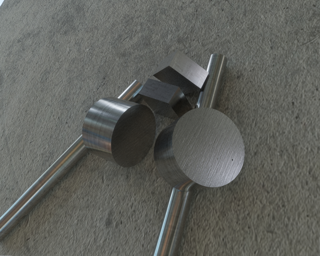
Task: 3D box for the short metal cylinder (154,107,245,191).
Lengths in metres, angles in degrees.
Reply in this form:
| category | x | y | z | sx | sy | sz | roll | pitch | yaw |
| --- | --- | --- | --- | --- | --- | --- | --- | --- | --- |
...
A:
| category | x | y | z | sx | sy | sz | roll | pitch | yaw |
| --- | --- | --- | --- | --- | --- | --- | --- | --- | --- |
| short metal cylinder | 0.040 | 0.024 | 0.325 | 0.050 | 0.080 | 0.080 | -37 | 32 | 63 |

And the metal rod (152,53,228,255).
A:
| category | x | y | z | sx | sy | sz | roll | pitch | yaw |
| --- | --- | --- | --- | --- | --- | --- | --- | --- | --- |
| metal rod | 0.036 | 0.038 | 0.361 | 0.025 | 0.025 | 0.300 | 4 | 64 | 30 |

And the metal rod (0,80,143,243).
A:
| category | x | y | z | sx | sy | sz | roll | pitch | yaw |
| --- | --- | --- | --- | --- | --- | --- | --- | --- | --- |
| metal rod | -0.131 | 0.045 | 0.444 | 0.300 | 0.025 | 0.025 | -46 | 51 | -5 |

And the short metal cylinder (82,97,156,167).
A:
| category | x | y | z | sx | sy | sz | roll | pitch | yaw |
| --- | --- | --- | --- | --- | --- | --- | --- | --- | --- |
| short metal cylinder | -0.050 | 0.004 | 0.392 | 0.050 | 0.080 | 0.080 | 17 | 71 | 35 |

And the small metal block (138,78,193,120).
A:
| category | x | y | z | sx | sy | sz | roll | pitch | yaw |
| --- | --- | --- | --- | --- | --- | --- | --- | --- | --- |
| small metal block | 0.008 | -0.036 | 0.406 | 0.050 | 0.050 | 0.025 | 22 | 74 | 36 |

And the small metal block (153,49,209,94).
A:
| category | x | y | z | sx | sy | sz | roll | pitch | yaw |
| --- | --- | --- | --- | --- | --- | --- | --- | --- | --- |
| small metal block | 0.026 | -0.071 | 0.405 | 0.025 | 0.050 | 0.050 | -63 | 19 | -16 |
